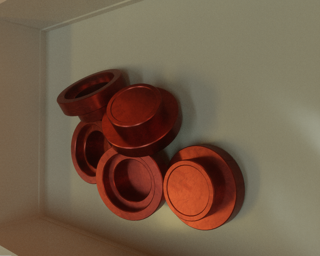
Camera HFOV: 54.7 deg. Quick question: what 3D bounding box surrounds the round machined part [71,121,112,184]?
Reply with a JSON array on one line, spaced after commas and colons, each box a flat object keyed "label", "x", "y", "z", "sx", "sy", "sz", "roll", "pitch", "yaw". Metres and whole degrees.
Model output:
[{"label": "round machined part", "x": -0.086, "y": 0.032, "z": 0.461, "sx": 0.098, "sy": 0.042, "sz": 0.097, "roll": 0, "pitch": 90, "yaw": 39}]

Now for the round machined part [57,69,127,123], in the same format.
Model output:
[{"label": "round machined part", "x": -0.092, "y": -0.043, "z": 0.444, "sx": 0.098, "sy": 0.098, "sz": 0.042, "roll": 4, "pitch": 128, "yaw": 39}]

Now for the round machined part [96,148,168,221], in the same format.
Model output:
[{"label": "round machined part", "x": -0.031, "y": 0.066, "z": 0.402, "sx": 0.098, "sy": 0.042, "sz": 0.097, "roll": 3, "pitch": 97, "yaw": 26}]

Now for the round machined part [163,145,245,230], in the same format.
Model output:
[{"label": "round machined part", "x": 0.043, "y": 0.068, "z": 0.356, "sx": 0.098, "sy": 0.042, "sz": 0.097, "roll": 0, "pitch": 90, "yaw": 39}]

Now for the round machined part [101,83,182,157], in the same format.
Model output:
[{"label": "round machined part", "x": -0.026, "y": -0.016, "z": 0.377, "sx": 0.098, "sy": 0.042, "sz": 0.098, "roll": -9, "pitch": 50, "yaw": 11}]
